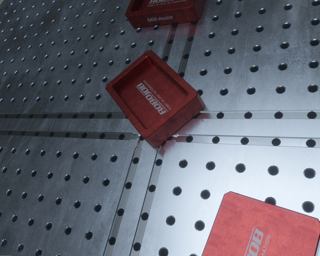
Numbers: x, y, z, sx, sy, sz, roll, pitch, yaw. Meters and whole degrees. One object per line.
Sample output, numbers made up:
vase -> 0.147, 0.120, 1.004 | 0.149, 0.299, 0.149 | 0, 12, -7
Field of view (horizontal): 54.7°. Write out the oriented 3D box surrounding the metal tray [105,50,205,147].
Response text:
metal tray -> -0.011, -0.046, 0.437 | 0.090, 0.030, 0.130 | -40, 51, 0

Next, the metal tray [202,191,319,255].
metal tray -> 0.083, 0.133, 0.279 | 0.090, 0.030, 0.130 | 13, 68, 33

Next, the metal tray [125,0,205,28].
metal tray -> 0.012, -0.221, 0.532 | 0.130, 0.030, 0.090 | 4, 64, 29
